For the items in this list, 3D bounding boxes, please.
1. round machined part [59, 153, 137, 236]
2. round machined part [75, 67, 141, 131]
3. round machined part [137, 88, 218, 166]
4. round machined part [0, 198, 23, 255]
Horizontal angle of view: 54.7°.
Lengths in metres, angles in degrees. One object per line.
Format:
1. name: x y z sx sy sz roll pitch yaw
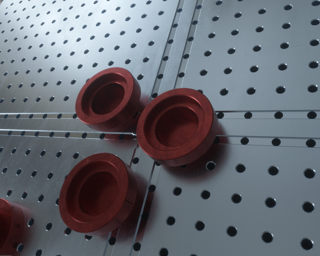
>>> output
1. round machined part: -0.071 0.083 0.382 0.098 0.042 0.098 -13 56 20
2. round machined part: -0.071 -0.038 0.456 0.098 0.042 0.098 -13 56 20
3. round machined part: 0.024 0.002 0.382 0.098 0.042 0.098 -13 56 20
4. round machined part: -0.246 0.146 0.434 0.098 0.042 0.098 -13 56 20
